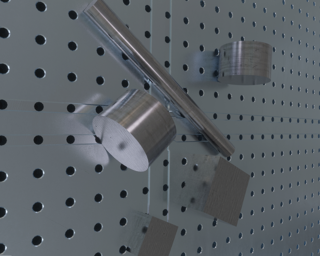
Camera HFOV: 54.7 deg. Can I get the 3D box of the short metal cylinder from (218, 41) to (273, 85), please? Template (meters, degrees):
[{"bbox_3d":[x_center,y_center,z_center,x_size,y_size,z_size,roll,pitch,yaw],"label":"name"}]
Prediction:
[{"bbox_3d":[0.133,-0.099,0.485,0.081,0.080,0.050,6,87,-40],"label":"short metal cylinder"}]

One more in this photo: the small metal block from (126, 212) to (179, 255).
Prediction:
[{"bbox_3d":[-0.009,0.143,0.402,0.050,0.025,0.050,34,69,-35],"label":"small metal block"}]

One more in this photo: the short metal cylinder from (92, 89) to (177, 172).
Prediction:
[{"bbox_3d":[-0.029,0.003,0.350,0.050,0.080,0.080,-46,118,-30],"label":"short metal cylinder"}]

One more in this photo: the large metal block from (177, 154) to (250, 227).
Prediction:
[{"bbox_3d":[0.082,0.092,0.463,0.080,0.050,0.080,32,70,-36],"label":"large metal block"}]

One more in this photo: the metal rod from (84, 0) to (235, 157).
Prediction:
[{"bbox_3d":[0.017,-0.050,0.423,0.300,0.025,0.025,43,64,-32],"label":"metal rod"}]
